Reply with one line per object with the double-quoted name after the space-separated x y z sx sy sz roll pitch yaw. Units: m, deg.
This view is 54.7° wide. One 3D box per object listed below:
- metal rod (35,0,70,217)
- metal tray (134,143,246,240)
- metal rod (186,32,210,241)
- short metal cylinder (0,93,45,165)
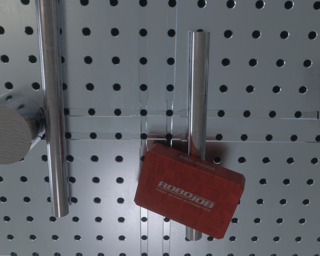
-0.138 -0.015 0.406 0.025 0.025 0.298 3 110 -1 "metal rod"
0.037 0.084 0.417 0.130 0.030 0.089 20 115 11 "metal tray"
0.050 0.024 0.422 0.025 0.025 0.298 -1 110 0 "metal rod"
-0.196 0.000 0.398 0.081 0.050 0.079 0 110 0 "short metal cylinder"
